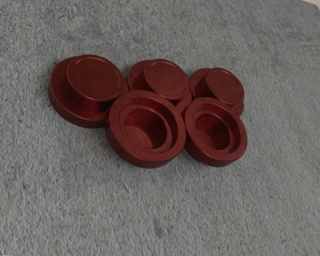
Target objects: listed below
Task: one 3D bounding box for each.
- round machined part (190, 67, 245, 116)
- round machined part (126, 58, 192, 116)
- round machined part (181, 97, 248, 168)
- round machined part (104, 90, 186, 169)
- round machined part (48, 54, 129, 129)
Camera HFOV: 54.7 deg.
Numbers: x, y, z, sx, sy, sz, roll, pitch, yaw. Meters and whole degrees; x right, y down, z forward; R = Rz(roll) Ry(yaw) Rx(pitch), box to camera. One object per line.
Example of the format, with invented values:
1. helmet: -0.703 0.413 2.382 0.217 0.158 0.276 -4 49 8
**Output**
1. round machined part: 0.090 -0.054 0.478 0.099 0.042 0.098 14 56 -21
2. round machined part: 0.002 -0.057 0.432 0.099 0.042 0.098 14 56 -21
3. round machined part: 0.068 0.009 0.427 0.099 0.042 0.098 14 56 -21
4. round machined part: -0.021 0.005 0.381 0.099 0.042 0.098 14 56 -21
5. round machined part: -0.084 -0.052 0.382 0.099 0.042 0.098 14 56 -21
